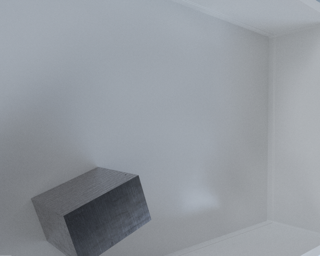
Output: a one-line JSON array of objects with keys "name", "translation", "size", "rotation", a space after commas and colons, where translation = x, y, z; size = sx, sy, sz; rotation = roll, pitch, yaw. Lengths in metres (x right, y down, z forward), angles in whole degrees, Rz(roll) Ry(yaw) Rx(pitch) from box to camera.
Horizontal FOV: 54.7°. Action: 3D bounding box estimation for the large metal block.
[{"name": "large metal block", "translation": [-0.070, 0.082, 0.314], "size": [0.081, 0.080, 0.050], "rotation": [-24, 106, -38]}]
